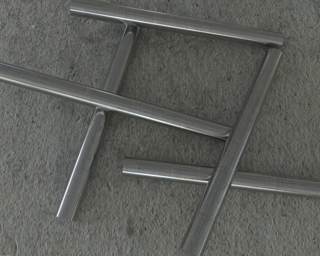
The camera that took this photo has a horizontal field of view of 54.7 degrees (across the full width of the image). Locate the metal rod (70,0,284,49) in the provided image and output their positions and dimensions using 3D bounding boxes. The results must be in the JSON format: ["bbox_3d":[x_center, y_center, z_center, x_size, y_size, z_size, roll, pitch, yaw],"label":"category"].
[{"bbox_3d":[0.027,-0.148,0.443,0.302,0.025,0.025,8,70,-5],"label":"metal rod"}]

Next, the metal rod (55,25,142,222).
[{"bbox_3d":[-0.074,-0.028,0.417,0.025,0.025,0.299,14,70,5],"label":"metal rod"}]

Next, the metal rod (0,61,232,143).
[{"bbox_3d":[-0.056,-0.031,0.394,0.302,0.025,0.025,15,71,-5],"label":"metal rod"}]

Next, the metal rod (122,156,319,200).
[{"bbox_3d":[0.105,0.065,0.384,0.302,0.025,0.025,7,70,2],"label":"metal rod"}]

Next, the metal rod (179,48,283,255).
[{"bbox_3d":[0.098,0.012,0.383,0.025,0.025,0.300,26,64,9],"label":"metal rod"}]
